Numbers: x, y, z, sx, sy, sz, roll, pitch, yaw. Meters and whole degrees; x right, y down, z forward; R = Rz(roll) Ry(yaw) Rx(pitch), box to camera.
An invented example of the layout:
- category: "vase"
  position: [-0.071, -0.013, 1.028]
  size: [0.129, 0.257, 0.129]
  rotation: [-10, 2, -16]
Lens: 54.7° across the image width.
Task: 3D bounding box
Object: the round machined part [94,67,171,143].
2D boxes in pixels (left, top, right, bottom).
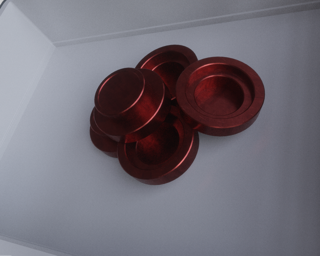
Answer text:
- category: "round machined part"
  position: [-0.040, -0.034, 0.377]
  size: [0.098, 0.042, 0.098]
  rotation: [-13, 56, 20]

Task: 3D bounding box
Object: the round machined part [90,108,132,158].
- category: "round machined part"
  position: [-0.056, -0.012, 0.426]
  size: [0.098, 0.042, 0.098]
  rotation: [-13, 56, 20]

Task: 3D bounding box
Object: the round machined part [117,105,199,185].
- category: "round machined part"
  position: [0.001, 0.023, 0.376]
  size: [0.098, 0.042, 0.098]
  rotation: [-13, 56, 20]

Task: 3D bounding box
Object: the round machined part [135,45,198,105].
- category: "round machined part"
  position: [0.012, -0.063, 0.424]
  size: [0.098, 0.042, 0.098]
  rotation: [-13, 56, 20]

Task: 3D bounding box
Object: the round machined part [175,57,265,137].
- category: "round machined part"
  position: [0.068, -0.033, 0.363]
  size: [0.099, 0.042, 0.098]
  rotation: [-2, 61, 3]
